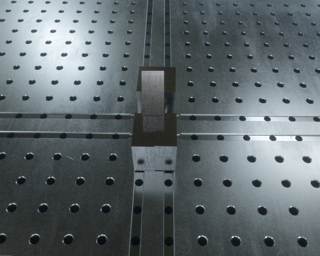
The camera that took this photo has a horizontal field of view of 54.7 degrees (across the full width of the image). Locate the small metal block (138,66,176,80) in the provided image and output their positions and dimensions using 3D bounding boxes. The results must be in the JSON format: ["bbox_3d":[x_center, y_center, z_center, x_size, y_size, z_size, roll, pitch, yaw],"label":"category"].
[{"bbox_3d":[-0.004,-0.060,0.441,0.050,0.050,0.025,2,50,1],"label":"small metal block"}]

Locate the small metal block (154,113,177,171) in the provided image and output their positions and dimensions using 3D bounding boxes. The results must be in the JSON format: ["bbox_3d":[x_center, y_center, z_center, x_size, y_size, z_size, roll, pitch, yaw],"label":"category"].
[{"bbox_3d":[0.007,0.017,0.376,0.025,0.050,0.050,1,50,1],"label":"small metal block"}]

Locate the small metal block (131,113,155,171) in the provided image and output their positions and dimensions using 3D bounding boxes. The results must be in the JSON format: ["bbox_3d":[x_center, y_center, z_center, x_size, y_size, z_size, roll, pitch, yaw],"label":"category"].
[{"bbox_3d":[-0.019,0.017,0.376,0.025,0.050,0.050,1,50,1],"label":"small metal block"}]

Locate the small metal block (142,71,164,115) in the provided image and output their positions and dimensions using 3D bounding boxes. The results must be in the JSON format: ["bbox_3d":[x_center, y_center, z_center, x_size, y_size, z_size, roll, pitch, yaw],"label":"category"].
[{"bbox_3d":[-0.008,-0.043,0.373,0.025,0.050,0.050,0,8,1],"label":"small metal block"}]

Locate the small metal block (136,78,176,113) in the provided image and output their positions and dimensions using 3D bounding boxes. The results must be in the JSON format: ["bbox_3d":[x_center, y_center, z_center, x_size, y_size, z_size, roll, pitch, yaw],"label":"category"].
[{"bbox_3d":[-0.005,-0.040,0.424,0.050,0.050,0.025,2,50,1],"label":"small metal block"}]
